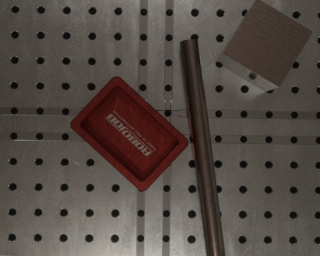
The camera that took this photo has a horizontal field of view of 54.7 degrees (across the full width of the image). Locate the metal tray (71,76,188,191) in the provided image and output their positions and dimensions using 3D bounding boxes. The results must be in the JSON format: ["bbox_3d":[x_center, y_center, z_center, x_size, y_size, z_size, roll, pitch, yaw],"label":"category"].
[{"bbox_3d":[-0.039,0.007,0.410,0.130,0.030,0.090,43,90,-1],"label":"metal tray"}]

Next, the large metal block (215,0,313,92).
[{"bbox_3d":[0.132,-0.104,0.403,0.080,0.050,0.080,31,90,-1],"label":"large metal block"}]

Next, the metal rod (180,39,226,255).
[{"bbox_3d":[0.057,0.033,0.414,0.025,0.025,0.298,-7,90,0],"label":"metal rod"}]
